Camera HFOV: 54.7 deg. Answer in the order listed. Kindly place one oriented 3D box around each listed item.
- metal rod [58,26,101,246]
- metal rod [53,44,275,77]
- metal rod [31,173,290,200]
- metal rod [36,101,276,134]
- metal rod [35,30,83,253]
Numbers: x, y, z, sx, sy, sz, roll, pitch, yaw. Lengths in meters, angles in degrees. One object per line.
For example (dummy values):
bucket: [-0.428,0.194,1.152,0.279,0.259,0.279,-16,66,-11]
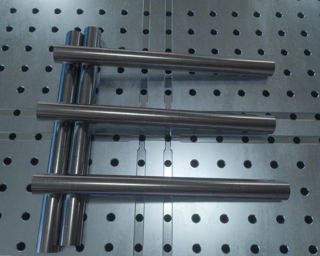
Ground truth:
metal rod: [-0.103,-0.004,0.411,0.025,0.025,0.299,1,70,0]
metal rod: [0.010,-0.093,0.430,0.302,0.025,0.025,3,70,-6]
metal rod: [0.006,0.071,0.371,0.302,0.025,0.025,3,70,-6]
metal rod: [0.000,-0.013,0.400,0.302,0.025,0.025,3,70,-6]
metal rod: [-0.128,0.003,0.408,0.025,0.025,0.299,1,70,0]
